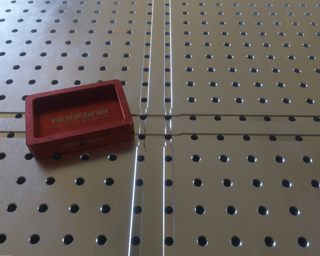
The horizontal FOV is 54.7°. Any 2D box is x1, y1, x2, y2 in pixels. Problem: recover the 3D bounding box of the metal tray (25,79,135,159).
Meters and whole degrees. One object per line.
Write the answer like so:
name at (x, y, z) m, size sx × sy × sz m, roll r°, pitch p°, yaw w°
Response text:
metal tray at (-0.108, -0.015, 0.415) m, size 0.131 × 0.030 × 0.090 m, roll -12°, pitch 51°, yaw -11°
